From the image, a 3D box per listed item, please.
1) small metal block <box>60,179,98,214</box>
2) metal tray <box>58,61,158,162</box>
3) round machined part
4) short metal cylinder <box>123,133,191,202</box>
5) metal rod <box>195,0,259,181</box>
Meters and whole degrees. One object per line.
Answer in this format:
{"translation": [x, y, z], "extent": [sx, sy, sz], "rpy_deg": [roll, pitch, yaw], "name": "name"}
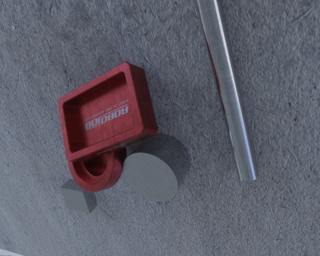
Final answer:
{"translation": [-0.146, 0.123, 0.560], "extent": [0.050, 0.025, 0.050], "rpy_deg": [5, 121, 25], "name": "small metal block"}
{"translation": [-0.071, -0.016, 0.394], "extent": [0.130, 0.030, 0.090], "rpy_deg": [-21, 74, 30], "name": "metal tray"}
{"translation": [-0.087, 0.041, 0.450], "extent": [0.098, 0.042, 0.097], "rpy_deg": [1, 92, 37], "name": "round machined part"}
{"translation": [-0.004, 0.054, 0.426], "extent": [0.080, 0.050, 0.079], "rpy_deg": [13, 124, 21], "name": "short metal cylinder"}
{"translation": [0.066, -0.072, 0.327], "extent": [0.025, 0.025, 0.298], "rpy_deg": [-5, 116, 30], "name": "metal rod"}
